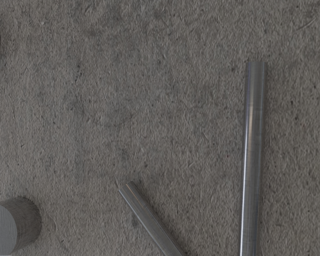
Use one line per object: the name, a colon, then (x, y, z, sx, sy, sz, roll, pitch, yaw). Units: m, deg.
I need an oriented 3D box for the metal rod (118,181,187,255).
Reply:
metal rod: (0.043, 0.195, 0.393, 0.025, 0.025, 0.300, -42, 77, 15)

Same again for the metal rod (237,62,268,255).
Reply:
metal rod: (0.109, 0.072, 0.370, 0.025, 0.025, 0.298, 3, 91, 20)

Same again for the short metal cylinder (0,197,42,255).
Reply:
short metal cylinder: (-0.233, 0.151, 0.478, 0.080, 0.050, 0.080, 0, 90, 20)
